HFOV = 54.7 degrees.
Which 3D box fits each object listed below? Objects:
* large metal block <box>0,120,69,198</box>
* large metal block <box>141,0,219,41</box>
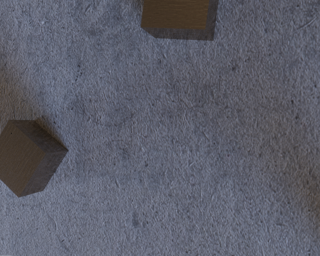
[{"bbox_3d":[-0.201,0.043,0.467,0.080,0.050,0.080,38,102,16],"label":"large metal block"},{"bbox_3d":[0.028,-0.157,0.386,0.080,0.050,0.079,9,93,19],"label":"large metal block"}]
